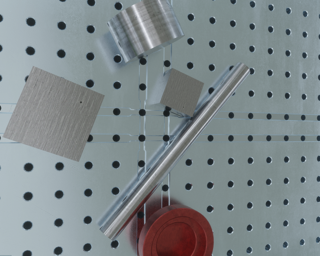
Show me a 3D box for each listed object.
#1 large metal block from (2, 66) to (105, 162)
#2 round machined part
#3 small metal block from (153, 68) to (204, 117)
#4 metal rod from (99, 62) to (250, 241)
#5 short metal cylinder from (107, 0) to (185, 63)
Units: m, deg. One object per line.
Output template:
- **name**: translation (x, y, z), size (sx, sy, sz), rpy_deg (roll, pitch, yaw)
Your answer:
- **large metal block**: translation (-0.120, -0.014, 0.355), size (0.080, 0.050, 0.080), rpy_deg (22, 83, -19)
- **round machined part**: translation (0.018, 0.150, 0.412), size (0.099, 0.042, 0.097), rpy_deg (0, 90, -21)
- **small metal block**: translation (0.026, -0.047, 0.423), size (0.050, 0.025, 0.050), rpy_deg (22, 83, -19)
- **metal rod**: translation (0.028, 0.023, 0.424), size (0.025, 0.025, 0.300), rpy_deg (44, 76, -15)
- **short metal cylinder**: translation (-0.017, -0.119, 0.378), size (0.081, 0.080, 0.050), rpy_deg (-28, 100, -18)
